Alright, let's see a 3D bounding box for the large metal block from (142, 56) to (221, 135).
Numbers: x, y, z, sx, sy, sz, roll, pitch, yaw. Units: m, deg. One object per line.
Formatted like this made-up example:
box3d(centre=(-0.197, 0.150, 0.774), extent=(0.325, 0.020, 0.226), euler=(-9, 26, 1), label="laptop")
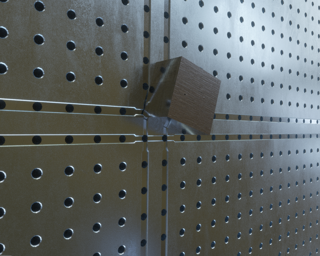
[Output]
box3d(centre=(0.031, -0.040, 0.421), extent=(0.080, 0.050, 0.080), euler=(22, 76, -38), label="large metal block")
